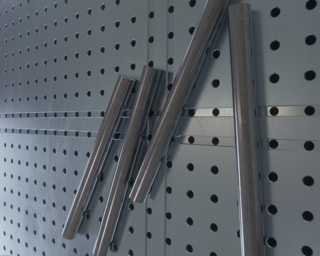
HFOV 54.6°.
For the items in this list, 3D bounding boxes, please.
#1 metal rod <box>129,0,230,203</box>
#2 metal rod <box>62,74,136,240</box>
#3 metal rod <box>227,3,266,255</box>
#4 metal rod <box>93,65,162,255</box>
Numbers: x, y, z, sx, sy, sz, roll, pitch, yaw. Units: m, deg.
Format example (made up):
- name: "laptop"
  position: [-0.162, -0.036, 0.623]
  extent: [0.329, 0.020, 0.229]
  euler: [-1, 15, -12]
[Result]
- name: "metal rod"
  position: [0.021, -0.034, 0.392]
  extent: [0.025, 0.025, 0.298]
  euler: [34, 111, 35]
- name: "metal rod"
  position: [-0.103, 0.056, 0.495]
  extent: [0.025, 0.025, 0.298]
  euler: [36, 112, 34]
- name: "metal rod"
  position: [0.093, 0.018, 0.332]
  extent: [0.025, 0.025, 0.298]
  euler: [-4, 87, 40]
- name: "metal rod"
  position: [-0.051, 0.057, 0.452]
  extent: [0.025, 0.025, 0.298]
  euler: [27, 107, 37]
